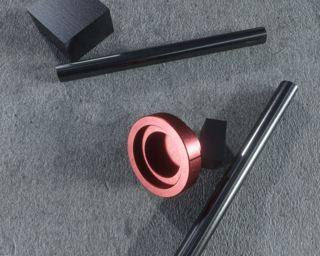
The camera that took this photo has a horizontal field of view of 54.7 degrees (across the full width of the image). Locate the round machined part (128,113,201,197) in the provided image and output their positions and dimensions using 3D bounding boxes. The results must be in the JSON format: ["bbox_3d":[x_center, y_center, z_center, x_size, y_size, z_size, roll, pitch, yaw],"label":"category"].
[{"bbox_3d":[0.010,0.029,0.369,0.042,0.097,0.098,-17,67,-44],"label":"round machined part"}]

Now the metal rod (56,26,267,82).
[{"bbox_3d":[0.006,-0.107,0.447,0.302,0.025,0.025,-12,71,-5],"label":"metal rod"}]

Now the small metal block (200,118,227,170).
[{"bbox_3d":[0.064,0.021,0.388,0.025,0.050,0.050,9,70,2],"label":"small metal block"}]

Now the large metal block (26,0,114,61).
[{"bbox_3d":[-0.127,-0.156,0.450,0.080,0.050,0.080,42,75,13],"label":"large metal block"}]

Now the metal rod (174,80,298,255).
[{"bbox_3d":[0.095,0.059,0.387,0.025,0.025,0.300,33,73,11],"label":"metal rod"}]
